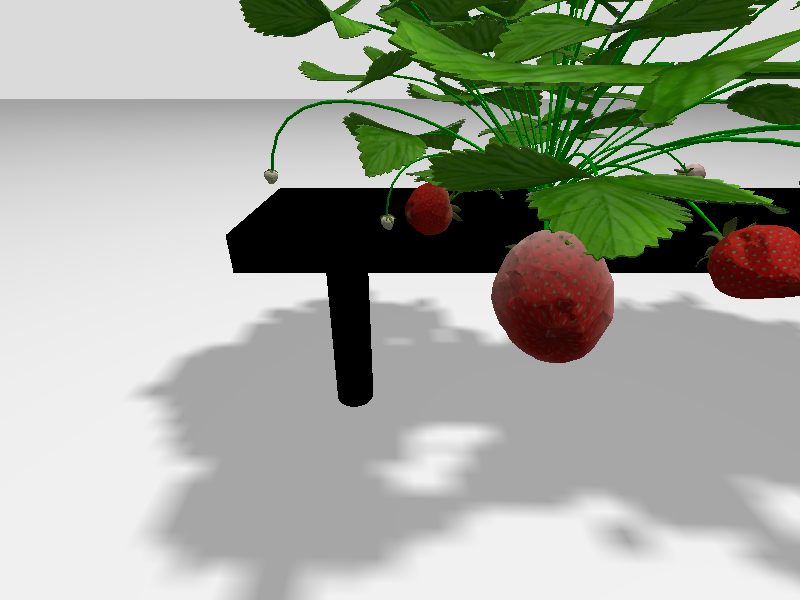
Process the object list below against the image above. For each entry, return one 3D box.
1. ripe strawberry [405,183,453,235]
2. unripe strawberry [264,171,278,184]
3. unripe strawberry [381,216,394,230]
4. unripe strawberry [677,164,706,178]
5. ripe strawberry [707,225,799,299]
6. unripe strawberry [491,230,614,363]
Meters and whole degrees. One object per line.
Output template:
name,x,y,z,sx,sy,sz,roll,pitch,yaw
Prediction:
ripe strawberry,0.018,-0.061,0.273,0.033,0.035,0.031,-21,35,-32
unripe strawberry,-0.110,-0.105,0.343,0.011,0.011,0.011,0,28,0
unripe strawberry,-0.009,-0.056,0.290,0.010,0.010,0.011,-14,31,-24
unripe strawberry,0.299,-0.127,0.409,0.025,0.022,0.025,6,24,-27
ripe strawberry,0.168,-0.015,0.185,0.041,0.036,0.037,-7,35,-12
unripe strawberry,0.054,0.001,0.144,0.042,0.048,0.046,8,30,15
